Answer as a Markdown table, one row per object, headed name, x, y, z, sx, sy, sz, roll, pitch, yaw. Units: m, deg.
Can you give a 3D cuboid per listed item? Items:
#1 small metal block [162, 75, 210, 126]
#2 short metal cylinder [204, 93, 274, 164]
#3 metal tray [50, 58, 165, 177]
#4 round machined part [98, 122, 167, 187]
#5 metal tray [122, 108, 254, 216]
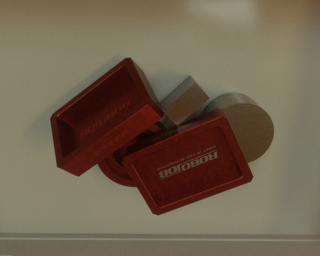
| name | x | y | z | sx | sy | sz | roll | pitch | yaw |
| --- | --- | --- | --- | --- | --- | --- | --- | --- | --- |
| small metal block | 0.030 | -0.035 | 0.383 | 0.050 | 0.050 | 0.025 | -41 | 105 | 12 |
| short metal cylinder | 0.097 | 0.000 | 0.397 | 0.081 | 0.050 | 0.079 | 0 | 110 | -1 |
| metal tray | -0.068 | -0.014 | 0.367 | 0.130 | 0.090 | 0.030 | -35 | 138 | 11 |
| round machined part | -0.033 | 0.026 | 0.411 | 0.099 | 0.042 | 0.097 | 0 | 110 | -1 |
| metal tray | 0.033 | 0.043 | 0.372 | 0.130 | 0.030 | 0.090 | -24 | 108 | 12 |
